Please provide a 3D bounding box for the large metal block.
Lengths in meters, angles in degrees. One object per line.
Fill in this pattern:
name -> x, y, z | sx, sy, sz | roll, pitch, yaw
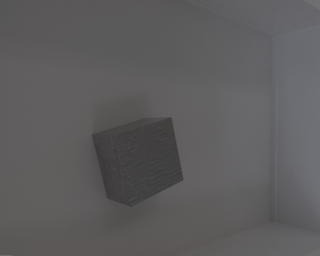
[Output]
large metal block -> -0.025, 0.036, 0.369 | 0.081, 0.050, 0.080 | -19, 102, -38
